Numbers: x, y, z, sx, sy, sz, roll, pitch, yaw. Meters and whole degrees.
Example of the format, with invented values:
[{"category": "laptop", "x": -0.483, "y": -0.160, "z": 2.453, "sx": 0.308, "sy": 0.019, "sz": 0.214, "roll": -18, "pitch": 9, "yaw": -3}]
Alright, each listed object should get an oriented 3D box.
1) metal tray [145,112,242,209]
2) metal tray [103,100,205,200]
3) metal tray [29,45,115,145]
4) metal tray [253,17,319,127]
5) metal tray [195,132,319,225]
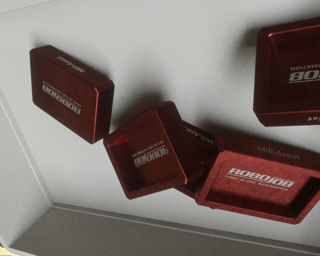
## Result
[{"category": "metal tray", "x": 0.035, "y": 0.042, "z": 0.412, "sx": 0.130, "sy": 0.030, "sz": 0.089, "roll": 27, "pitch": 128, "yaw": 11}, {"category": "metal tray", "x": -0.015, "y": 0.032, "z": 0.378, "sx": 0.130, "sy": 0.030, "sz": 0.090, "roll": -29, "pitch": 83, "yaw": 50}, {"category": "metal tray", "x": -0.123, "y": -0.047, "z": 0.425, "sx": 0.130, "sy": 0.030, "sz": 0.089, "roll": 31, "pitch": 129, "yaw": 23}, {"category": "metal tray", "x": 0.149, "y": -0.050, "z": 0.258, "sx": 0.130, "sy": 0.090, "sz": 0.030, "roll": -2, "pitch": 157, "yaw": 29}, {"category": "metal tray", "x": 0.114, "y": 0.061, "z": 0.353, "sx": 0.131, "sy": 0.030, "sz": 0.089, "roll": 13, "pitch": 127, "yaw": -5}]
